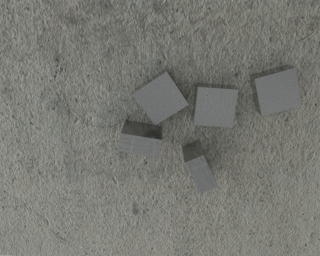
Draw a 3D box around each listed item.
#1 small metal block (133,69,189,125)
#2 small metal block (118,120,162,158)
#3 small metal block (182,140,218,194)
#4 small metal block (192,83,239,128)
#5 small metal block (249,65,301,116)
[{"bbox_3d":[0.001,-0.040,0.395,0.050,0.025,0.050,-32,107,11],"label":"small metal block"},{"bbox_3d":[-0.024,0.013,0.401,0.050,0.050,0.025,10,110,-4],"label":"small metal block"},{"bbox_3d":[0.053,0.051,0.415,0.025,0.050,0.050,-24,109,8],"label":"small metal block"},{"bbox_3d":[0.070,-0.030,0.399,0.050,0.025,0.050,4,110,-2],"label":"small metal block"},{"bbox_3d":[0.146,-0.048,0.393,0.050,0.025,0.050,-15,110,5],"label":"small metal block"}]
